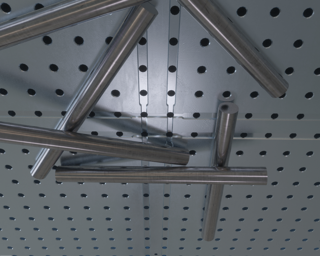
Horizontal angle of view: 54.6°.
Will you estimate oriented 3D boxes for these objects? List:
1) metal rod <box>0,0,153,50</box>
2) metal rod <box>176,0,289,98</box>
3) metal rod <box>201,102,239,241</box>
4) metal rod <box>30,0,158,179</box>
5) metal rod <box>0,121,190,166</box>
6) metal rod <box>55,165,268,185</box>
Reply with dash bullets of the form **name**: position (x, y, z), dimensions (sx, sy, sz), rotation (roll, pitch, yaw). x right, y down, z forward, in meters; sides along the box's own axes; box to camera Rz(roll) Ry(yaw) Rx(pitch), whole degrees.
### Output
- **metal rod**: position (-0.152, -0.098, 0.319), dimensions (0.301, 0.025, 0.025), rotation (-13, 129, 13)
- **metal rod**: position (0.035, -0.125, 0.304), dimensions (0.301, 0.025, 0.025), rotation (36, 121, -27)
- **metal rod**: position (0.088, 0.088, 0.486), dimensions (0.025, 0.025, 0.298), rotation (-1, 130, 0)
- **metal rod**: position (-0.097, -0.027, 0.387), dimensions (0.025, 0.025, 0.299), rotation (28, 125, -22)
- **metal rod**: position (-0.102, 0.019, 0.395), dimensions (0.302, 0.025, 0.025), rotation (10, 130, -21)
- **metal rod**: position (-0.004, 0.067, 0.447), dimensions (0.301, 0.025, 0.025), rotation (-1, 131, 8)
